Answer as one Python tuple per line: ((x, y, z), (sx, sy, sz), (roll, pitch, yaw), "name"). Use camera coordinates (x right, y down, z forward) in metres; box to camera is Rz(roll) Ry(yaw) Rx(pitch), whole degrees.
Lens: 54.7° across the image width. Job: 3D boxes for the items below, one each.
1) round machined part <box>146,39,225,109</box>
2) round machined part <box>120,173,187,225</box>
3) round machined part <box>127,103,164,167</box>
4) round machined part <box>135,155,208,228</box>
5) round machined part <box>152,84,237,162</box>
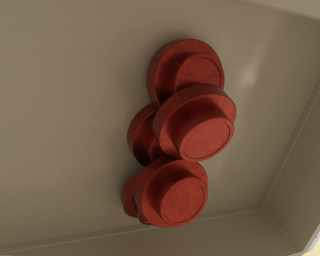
((0.037, -0.056, 0.367), (0.099, 0.042, 0.097), (-7, 106, -27), "round machined part")
((-0.003, 0.101, 0.439), (0.099, 0.042, 0.097), (-15, 139, -13), "round machined part")
((0.010, 0.015, 0.410), (0.099, 0.042, 0.097), (-14, 123, -21), "round machined part")
((0.021, 0.084, 0.393), (0.099, 0.042, 0.097), (-10, 112, -26), "round machined part")
((0.044, 0.001, 0.354), (0.099, 0.042, 0.097), (-15, 137, -15), "round machined part")
